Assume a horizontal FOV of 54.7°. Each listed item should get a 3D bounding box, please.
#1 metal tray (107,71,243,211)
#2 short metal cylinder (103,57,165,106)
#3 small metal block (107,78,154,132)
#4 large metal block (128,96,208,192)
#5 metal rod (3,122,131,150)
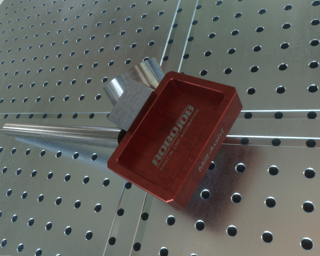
[{"bbox_3d":[0.015,0.007,0.323,0.090,0.030,0.130,22,73,36],"label":"metal tray"},{"bbox_3d":[-0.027,-0.050,0.409,0.080,0.080,0.050,-30,95,8],"label":"short metal cylinder"},{"bbox_3d":[-0.031,-0.027,0.346,0.025,0.050,0.050,33,98,-1],"label":"small metal block"},{"bbox_3d":[0.003,0.019,0.376,0.080,0.050,0.080,-31,52,8],"label":"large metal block"},{"bbox_3d":[-0.150,0.007,0.442,0.300,0.025,0.025,3,63,41],"label":"metal rod"}]
